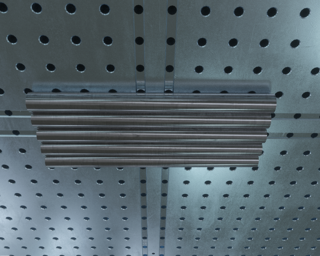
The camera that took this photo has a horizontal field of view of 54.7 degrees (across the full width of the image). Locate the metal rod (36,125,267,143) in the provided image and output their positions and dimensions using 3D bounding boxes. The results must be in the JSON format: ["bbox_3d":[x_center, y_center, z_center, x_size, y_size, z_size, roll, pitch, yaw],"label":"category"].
[{"bbox_3d":[-0.010,0.007,0.418,0.302,0.025,0.025,0,130,-1],"label":"metal rod"}]

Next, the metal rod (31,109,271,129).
[{"bbox_3d":[-0.010,-0.012,0.401,0.302,0.025,0.025,0,130,-1],"label":"metal rod"}]

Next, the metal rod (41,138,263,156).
[{"bbox_3d":[-0.011,0.026,0.434,0.302,0.025,0.025,0,130,-1],"label":"metal rod"}]

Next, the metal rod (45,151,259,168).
[{"bbox_3d":[-0.011,0.045,0.449,0.302,0.025,0.025,0,130,-1],"label":"metal rod"}]

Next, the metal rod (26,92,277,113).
[{"bbox_3d":[-0.010,-0.031,0.385,0.302,0.025,0.025,0,130,-1],"label":"metal rod"}]
